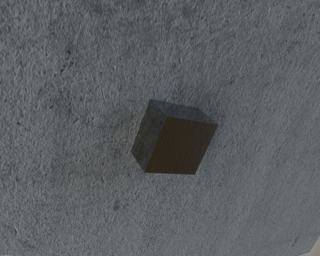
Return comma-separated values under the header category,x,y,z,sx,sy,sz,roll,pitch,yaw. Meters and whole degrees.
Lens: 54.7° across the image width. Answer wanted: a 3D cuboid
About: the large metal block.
category,x,y,z,sx,sy,sz,roll,pitch,yaw
large metal block,0.018,0.014,0.412,0.081,0.050,0.079,8,114,-32
